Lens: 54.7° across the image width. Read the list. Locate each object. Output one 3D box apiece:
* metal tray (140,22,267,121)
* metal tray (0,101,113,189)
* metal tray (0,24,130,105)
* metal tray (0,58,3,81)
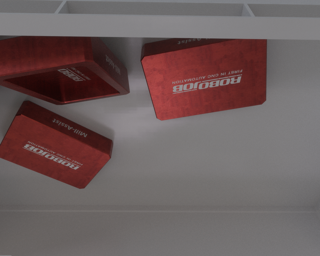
[{"bbox_3d":[0.052,-0.061,0.354,0.131,0.030,0.090,-9,130,7],"label":"metal tray"},{"bbox_3d":[-0.143,0.028,0.428,0.131,0.030,0.090,28,125,-22],"label":"metal tray"},{"bbox_3d":[-0.089,-0.054,0.305,0.090,0.030,0.130,-9,174,7],"label":"metal tray"},{"bbox_3d":[-0.210,-0.049,0.319,0.090,0.030,0.129,47,133,9],"label":"metal tray"}]
